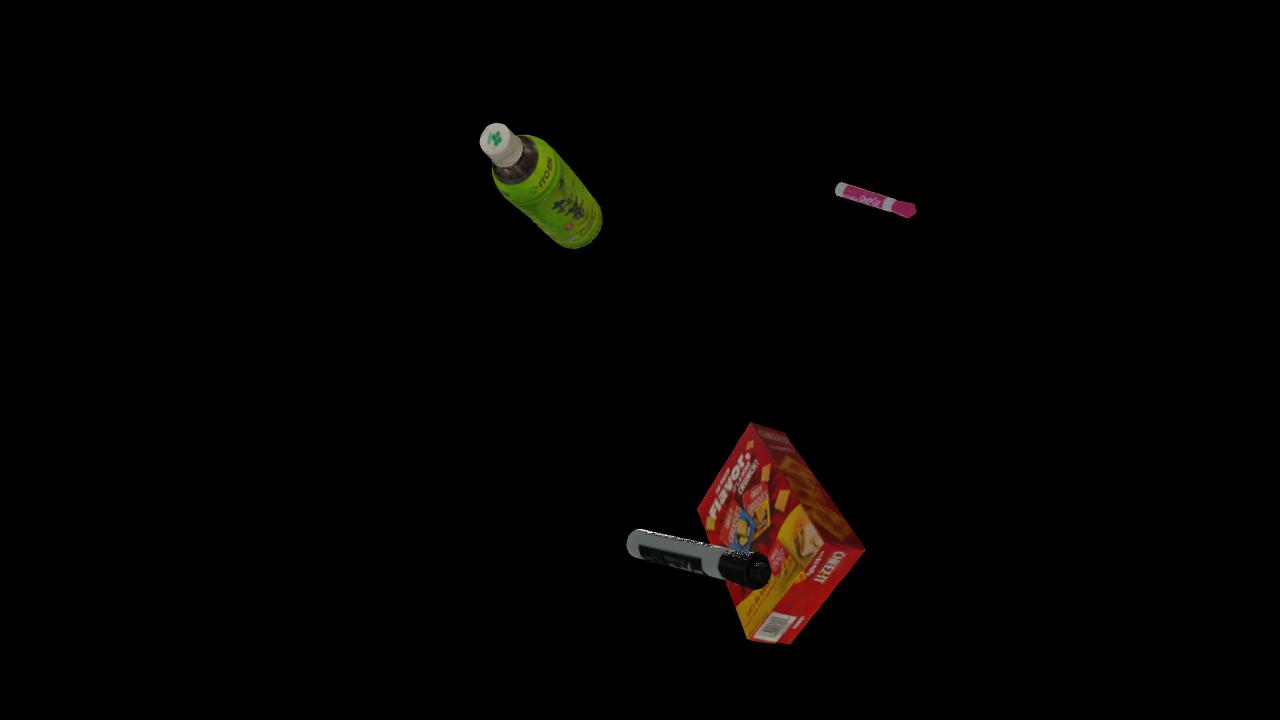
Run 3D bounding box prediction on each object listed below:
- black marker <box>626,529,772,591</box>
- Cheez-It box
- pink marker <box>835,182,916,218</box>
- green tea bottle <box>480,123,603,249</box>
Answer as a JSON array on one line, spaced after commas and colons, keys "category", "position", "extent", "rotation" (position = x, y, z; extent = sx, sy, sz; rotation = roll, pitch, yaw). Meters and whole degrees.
[{"category": "black marker", "position": [0.031, 0.115, 0.361], "extent": [0.020, 0.020, 0.121], "rotation": [0, -7, -33]}, {"category": "Cheez-It box", "position": [0.163, 0.212, 0.781], "extent": [0.071, 0.166, 0.223], "rotation": [18, 24, -23]}, {"category": "pink marker", "position": [0.310, -0.211, 0.810], "extent": [0.020, 0.020, 0.121], "rotation": [0, 26, -37]}, {"category": "green tea bottle", "position": [-0.103, -0.182, 0.645], "extent": [0.073, 0.073, 0.212], "rotation": [0, -10, 16]}]
